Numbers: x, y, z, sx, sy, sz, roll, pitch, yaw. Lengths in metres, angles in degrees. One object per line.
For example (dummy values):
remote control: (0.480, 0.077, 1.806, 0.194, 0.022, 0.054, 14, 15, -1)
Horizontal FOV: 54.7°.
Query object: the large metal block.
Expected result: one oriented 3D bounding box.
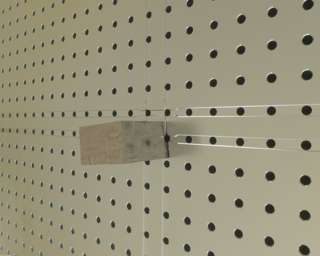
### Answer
large metal block: (-0.048, 0.020, 0.411, 0.080, 0.081, 0.050, -7, 86, 39)
